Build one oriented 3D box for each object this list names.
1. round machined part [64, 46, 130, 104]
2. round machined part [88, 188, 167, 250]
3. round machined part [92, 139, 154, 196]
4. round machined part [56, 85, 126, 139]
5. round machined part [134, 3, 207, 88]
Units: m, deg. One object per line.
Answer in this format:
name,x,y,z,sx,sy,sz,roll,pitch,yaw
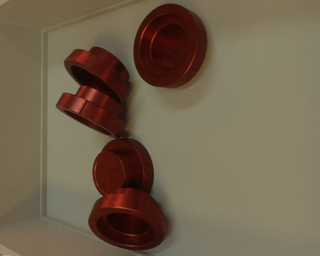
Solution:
round machined part,-0.083,-0.077,0.441,0.098,0.098,0.042,21,68,38
round machined part,-0.040,0.116,0.406,0.098,0.098,0.042,-36,26,34
round machined part,-0.059,0.064,0.445,0.098,0.042,0.097,0,90,40
round machined part,-0.091,-0.025,0.437,0.098,0.098,0.042,17,75,39
round machined part,0.017,-0.098,0.382,0.098,0.042,0.097,0,90,40
